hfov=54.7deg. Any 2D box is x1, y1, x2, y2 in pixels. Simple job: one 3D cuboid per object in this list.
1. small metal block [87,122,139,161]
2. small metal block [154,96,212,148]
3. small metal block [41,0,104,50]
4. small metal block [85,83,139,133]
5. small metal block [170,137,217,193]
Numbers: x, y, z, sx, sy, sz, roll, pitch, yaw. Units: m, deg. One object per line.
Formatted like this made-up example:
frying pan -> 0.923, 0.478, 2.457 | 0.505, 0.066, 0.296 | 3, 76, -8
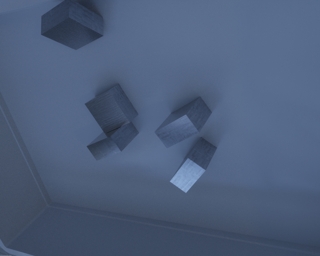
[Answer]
small metal block -> -0.066, 0.016, 0.435 | 0.050, 0.050, 0.025 | -21, 107, 35
small metal block -> 0.029, -0.007, 0.372 | 0.050, 0.050, 0.025 | -29, 102, 37
small metal block -> -0.104, -0.121, 0.367 | 0.050, 0.050, 0.025 | -14, 73, 34
small metal block -> -0.067, -0.026, 0.426 | 0.050, 0.025, 0.050 | -22, 107, 35
small metal block -> 0.043, 0.047, 0.398 | 0.025, 0.050, 0.050 | 35, 129, 4
